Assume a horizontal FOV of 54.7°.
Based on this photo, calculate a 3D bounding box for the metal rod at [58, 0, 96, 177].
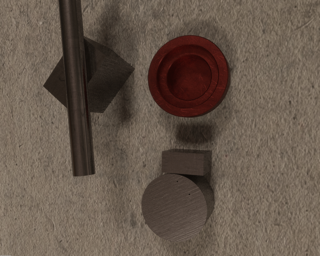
[{"bbox_3d":[-0.100,-0.095,0.357,0.025,0.025,0.298,-6,88,19],"label":"metal rod"}]

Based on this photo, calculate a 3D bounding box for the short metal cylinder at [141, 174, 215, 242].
[{"bbox_3d":[0.024,0.094,0.387,0.080,0.050,0.079,0,90,19],"label":"short metal cylinder"}]

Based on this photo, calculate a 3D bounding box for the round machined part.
[{"bbox_3d":[0.038,-0.061,0.386,0.098,0.042,0.097,0,90,19],"label":"round machined part"}]

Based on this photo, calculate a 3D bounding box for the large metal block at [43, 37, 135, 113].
[{"bbox_3d":[-0.091,-0.068,0.410,0.050,0.080,0.080,41,103,15],"label":"large metal block"}]

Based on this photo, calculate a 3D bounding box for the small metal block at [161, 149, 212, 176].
[{"bbox_3d":[0.034,0.041,0.383,0.050,0.050,0.025,2,91,19],"label":"small metal block"}]
